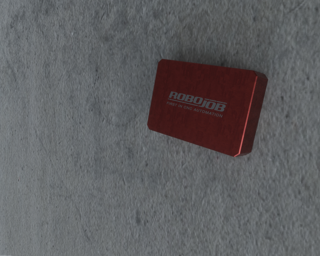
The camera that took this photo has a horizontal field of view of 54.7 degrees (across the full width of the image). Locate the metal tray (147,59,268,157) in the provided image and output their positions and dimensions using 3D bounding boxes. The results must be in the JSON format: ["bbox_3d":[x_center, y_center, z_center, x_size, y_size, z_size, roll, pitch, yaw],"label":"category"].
[{"bbox_3d":[0.049,-0.028,0.360,0.130,0.030,0.089,17,101,38],"label":"metal tray"}]
